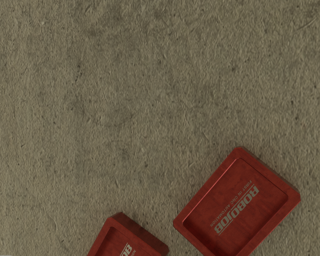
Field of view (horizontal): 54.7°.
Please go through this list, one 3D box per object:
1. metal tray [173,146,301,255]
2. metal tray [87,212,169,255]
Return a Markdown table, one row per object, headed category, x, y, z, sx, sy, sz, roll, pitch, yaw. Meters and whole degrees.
| category | x | y | z | sx | sy | sz | roll | pitch | yaw |
| --- | --- | --- | --- | --- | --- | --- | --- | --- | --- |
| metal tray | 0.089 | 0.098 | 0.374 | 0.090 | 0.030 | 0.130 | 41 | 103 | 15 |
| metal tray | -0.058 | 0.195 | 0.426 | 0.090 | 0.030 | 0.129 | 32 | 100 | 17 |
